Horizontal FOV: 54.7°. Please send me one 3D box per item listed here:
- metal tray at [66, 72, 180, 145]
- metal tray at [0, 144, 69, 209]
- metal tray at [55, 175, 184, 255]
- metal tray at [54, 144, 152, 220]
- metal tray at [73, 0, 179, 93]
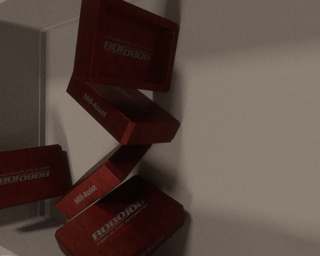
[{"bbox_3d":[-0.049,-0.028,0.402,0.130,0.091,0.030,39,114,32],"label":"metal tray"},{"bbox_3d":[-0.229,0.082,0.523,0.030,0.131,0.090,-33,68,59],"label":"metal tray"},{"bbox_3d":[-0.045,0.120,0.375,0.090,0.131,0.030,28,136,36],"label":"metal tray"},{"bbox_3d":[-0.078,0.064,0.424,0.030,0.090,0.130,48,123,-6],"label":"metal tray"},{"bbox_3d":[-0.034,-0.093,0.364,0.030,0.131,0.089,15,100,39],"label":"metal tray"}]
